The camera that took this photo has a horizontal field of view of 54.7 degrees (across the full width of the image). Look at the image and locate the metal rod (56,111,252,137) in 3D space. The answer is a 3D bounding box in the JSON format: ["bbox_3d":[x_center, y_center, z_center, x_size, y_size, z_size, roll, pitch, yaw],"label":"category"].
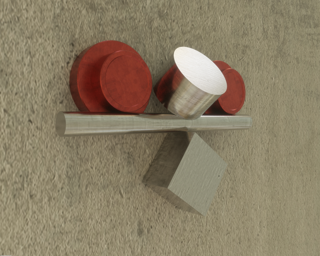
[{"bbox_3d":[0.020,-0.007,0.395,0.302,0.025,0.025,-1,91,-40],"label":"metal rod"}]

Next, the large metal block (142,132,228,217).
[{"bbox_3d":[0.036,0.060,0.417,0.080,0.050,0.080,43,64,-32],"label":"large metal block"}]

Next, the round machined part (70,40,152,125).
[{"bbox_3d":[-0.048,-0.051,0.354,0.099,0.042,0.097,0,90,-40],"label":"round machined part"}]

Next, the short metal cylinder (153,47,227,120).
[{"bbox_3d":[0.038,-0.057,0.397,0.080,0.050,0.080,22,43,-22],"label":"short metal cylinder"}]

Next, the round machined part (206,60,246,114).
[{"bbox_3d":[0.094,-0.054,0.473,0.099,0.042,0.097,0,90,-40],"label":"round machined part"}]
